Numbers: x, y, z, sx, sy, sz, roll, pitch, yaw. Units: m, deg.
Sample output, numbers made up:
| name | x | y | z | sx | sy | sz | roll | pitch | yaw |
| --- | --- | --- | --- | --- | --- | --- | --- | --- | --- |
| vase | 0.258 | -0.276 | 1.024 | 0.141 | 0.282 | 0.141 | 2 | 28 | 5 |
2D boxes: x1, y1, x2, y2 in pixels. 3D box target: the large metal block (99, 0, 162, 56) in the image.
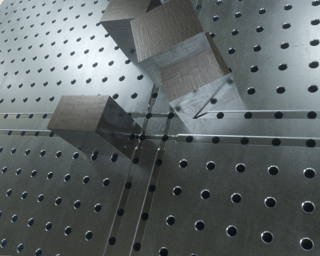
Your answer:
| name | x | y | z | sx | sy | sz | roll | pitch | yaw |
| --- | --- | --- | --- | --- | --- | --- | --- | --- | --- |
| large metal block | -0.032 | -0.159 | 0.486 | 0.080 | 0.080 | 0.050 | 6 | 65 | 30 |

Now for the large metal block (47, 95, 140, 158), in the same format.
| name | x | y | z | sx | sy | sz | roll | pitch | yaw |
| --- | --- | --- | --- | --- | --- | --- | --- | --- | --- |
| large metal block | -0.087 | -0.001 | 0.417 | 0.080 | 0.080 | 0.050 | 3 | 63 | 29 |

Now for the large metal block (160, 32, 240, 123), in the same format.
| name | x | y | z | sx | sy | sz | roll | pitch | yaw |
| --- | --- | --- | --- | --- | --- | --- | --- | --- | --- |
| large metal block | 0.047 | -0.066 | 0.407 | 0.080 | 0.050 | 0.080 | -25 | 53 | 12 |

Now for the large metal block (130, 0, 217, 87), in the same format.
| name | x | y | z | sx | sy | sz | roll | pitch | yaw |
| --- | --- | --- | --- | --- | --- | --- | --- | --- | --- |
| large metal block | 0.015 | -0.110 | 0.387 | 0.080 | 0.050 | 0.080 | -23 | 53 | 14 |
